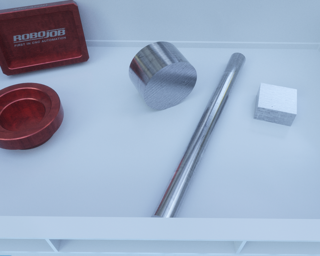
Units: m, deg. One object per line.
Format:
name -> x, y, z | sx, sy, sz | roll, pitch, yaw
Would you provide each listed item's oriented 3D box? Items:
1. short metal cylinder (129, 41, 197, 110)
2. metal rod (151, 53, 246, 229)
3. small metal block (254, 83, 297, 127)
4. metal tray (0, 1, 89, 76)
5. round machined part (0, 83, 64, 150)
short metal cylinder -> 0.004, -0.072, 0.430 | 0.081, 0.080, 0.050 | -21, 53, -17
metal rod -> 0.064, -0.007, 0.411 | 0.025, 0.025, 0.301 | 19, 52, 15
small metal block -> 0.162, -0.034, 0.436 | 0.050, 0.025, 0.050 | 13, 51, 10
metal tray -> -0.183, -0.138, 0.472 | 0.131, 0.089, 0.030 | -13, 34, -12
round machined part -> -0.175, -0.011, 0.401 | 0.099, 0.042, 0.098 | 0, 50, 0
